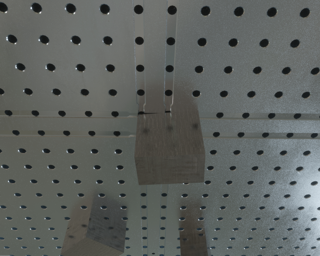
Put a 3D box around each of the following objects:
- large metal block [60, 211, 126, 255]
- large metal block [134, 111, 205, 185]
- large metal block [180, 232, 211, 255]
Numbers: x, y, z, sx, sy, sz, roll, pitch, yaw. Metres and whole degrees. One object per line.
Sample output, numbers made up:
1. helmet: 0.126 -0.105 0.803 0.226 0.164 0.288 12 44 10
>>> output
1. large metal block: -0.121 0.208 0.571 0.080 0.050 0.080 35 122 -26
2. large metal block: 0.012 0.024 0.397 0.080 0.080 0.050 -3 130 2
3. large metal block: 0.073 0.261 0.600 0.050 0.080 0.080 -11 130 9
